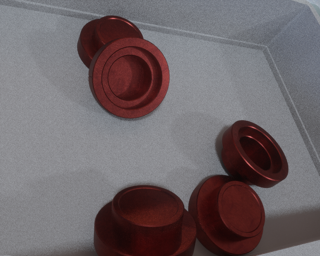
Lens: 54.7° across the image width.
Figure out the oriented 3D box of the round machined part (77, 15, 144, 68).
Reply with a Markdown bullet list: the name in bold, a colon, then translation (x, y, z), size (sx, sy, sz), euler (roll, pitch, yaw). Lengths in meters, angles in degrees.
- **round machined part**: translation (-0.062, -0.117, 0.433), size (0.099, 0.042, 0.098), euler (14, 56, -21)

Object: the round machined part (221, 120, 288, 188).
- **round machined part**: translation (0.125, 0.040, 0.429), size (0.099, 0.042, 0.098), euler (22, 42, -21)

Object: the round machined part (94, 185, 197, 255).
- **round machined part**: translation (-0.013, 0.090, 0.299), size (0.099, 0.042, 0.098), euler (6, 19, -2)

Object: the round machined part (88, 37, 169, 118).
- **round machined part**: translation (-0.041, -0.064, 0.390), size (0.099, 0.042, 0.097), euler (-7, 106, -24)

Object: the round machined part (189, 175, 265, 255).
- **round machined part**: translation (0.088, 0.103, 0.379), size (0.099, 0.042, 0.098), euler (13, 56, -21)
